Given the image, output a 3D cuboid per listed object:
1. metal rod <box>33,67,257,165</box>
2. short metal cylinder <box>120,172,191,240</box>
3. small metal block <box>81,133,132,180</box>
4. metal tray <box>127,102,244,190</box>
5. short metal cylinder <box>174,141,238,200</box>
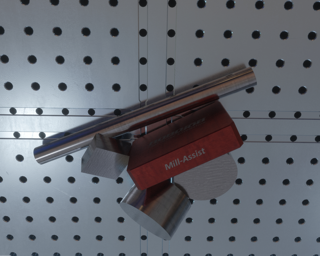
[{"bbox_3d":[-0.024,-0.013,0.404,0.301,0.025,0.025,-20,109,7],"label":"metal rod"},{"bbox_3d":[-0.006,0.103,0.411,0.080,0.080,0.050,45,63,-15],"label":"short metal cylinder"},{"bbox_3d":[-0.071,0.039,0.410,0.050,0.025,0.050,18,126,-27],"label":"small metal block"},{"bbox_3d":[0.027,0.018,0.382,0.130,0.090,0.030,-25,108,9],"label":"metal tray"},{"bbox_3d":[0.056,0.048,0.409,0.081,0.050,0.079,-2,119,-4],"label":"short metal cylinder"}]
